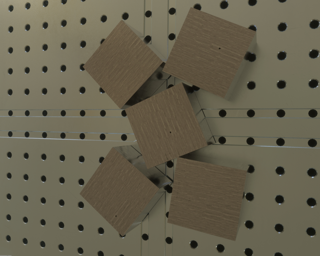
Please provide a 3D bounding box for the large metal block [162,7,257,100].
[{"bbox_3d":[0.061,-0.087,0.377,0.080,0.050,0.080,27,99,15],"label":"large metal block"}]

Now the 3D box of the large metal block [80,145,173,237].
[{"bbox_3d":[-0.045,0.080,0.414,0.080,0.050,0.080,40,102,16],"label":"large metal block"}]

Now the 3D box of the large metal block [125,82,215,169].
[{"bbox_3d":[0.014,-0.002,0.394,0.080,0.050,0.080,-24,82,18],"label":"large metal block"}]

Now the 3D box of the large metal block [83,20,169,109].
[{"bbox_3d":[-0.040,-0.080,0.414,0.080,0.050,0.080,-46,75,15],"label":"large metal block"}]

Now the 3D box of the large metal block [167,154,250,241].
[{"bbox_3d":[0.060,0.080,0.378,0.080,0.050,0.080,10,93,19],"label":"large metal block"}]
